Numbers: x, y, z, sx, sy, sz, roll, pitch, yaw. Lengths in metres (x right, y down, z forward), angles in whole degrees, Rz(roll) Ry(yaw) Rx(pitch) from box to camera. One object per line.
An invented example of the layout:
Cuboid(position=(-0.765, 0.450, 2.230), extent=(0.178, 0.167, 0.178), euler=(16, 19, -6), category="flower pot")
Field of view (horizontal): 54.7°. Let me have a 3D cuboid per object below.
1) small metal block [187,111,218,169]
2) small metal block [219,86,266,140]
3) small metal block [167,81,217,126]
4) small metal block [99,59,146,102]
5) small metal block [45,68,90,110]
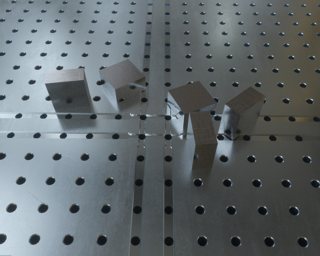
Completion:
Cuboid(position=(0.050, 0.015, 0.380), extent=(0.025, 0.050, 0.050), euler=(-3, 50, -3), category="small metal block")
Cuboid(position=(0.108, -0.019, 0.409), extent=(0.050, 0.050, 0.025), euler=(-34, 58, -25), category="small metal block")
Cuboid(position=(0.044, -0.036, 0.438), extent=(0.050, 0.025, 0.050), euler=(-19, 53, -16), category="small metal block")
Cuboid(position=(-0.056, -0.073, 0.468), extent=(0.050, 0.025, 0.050), euler=(-27, 55, -21), category="small metal block")
Cuboid(position=(-0.128, -0.055, 0.436), extent=(0.050, 0.050, 0.025), euler=(-7, 51, -6), category="small metal block")
